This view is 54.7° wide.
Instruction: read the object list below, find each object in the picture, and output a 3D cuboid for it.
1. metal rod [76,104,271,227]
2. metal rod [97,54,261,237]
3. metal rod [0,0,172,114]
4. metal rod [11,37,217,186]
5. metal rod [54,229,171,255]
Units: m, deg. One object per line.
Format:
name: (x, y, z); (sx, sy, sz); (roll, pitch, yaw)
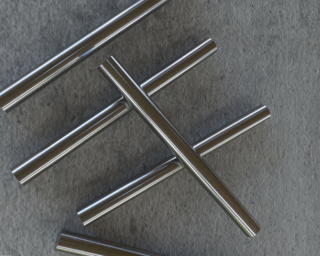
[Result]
metal rod: (0.031, 0.042, 0.421); (0.302, 0.025, 0.025); (-28, 100, -18)
metal rod: (0.033, 0.032, 0.394); (0.025, 0.025, 0.300); (-45, 105, -15)
metal rod: (-0.067, -0.118, 0.384); (0.301, 0.025, 0.025); (-40, 103, -16)
metal rod: (-0.045, -0.030, 0.393); (0.301, 0.025, 0.025); (-37, 102, -17)
metal rod: (0.012, 0.184, 0.414); (0.302, 0.025, 0.025); (22, 83, -19)
